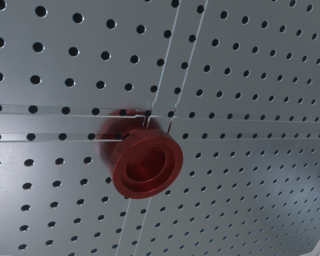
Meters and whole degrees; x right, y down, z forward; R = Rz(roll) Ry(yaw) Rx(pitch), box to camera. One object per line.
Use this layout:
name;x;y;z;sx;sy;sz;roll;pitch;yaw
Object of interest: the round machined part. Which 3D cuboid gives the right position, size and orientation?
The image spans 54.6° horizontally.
round machined part;-0.022;0.043;0.414;0.099;0.042;0.097;-14;124;-21
